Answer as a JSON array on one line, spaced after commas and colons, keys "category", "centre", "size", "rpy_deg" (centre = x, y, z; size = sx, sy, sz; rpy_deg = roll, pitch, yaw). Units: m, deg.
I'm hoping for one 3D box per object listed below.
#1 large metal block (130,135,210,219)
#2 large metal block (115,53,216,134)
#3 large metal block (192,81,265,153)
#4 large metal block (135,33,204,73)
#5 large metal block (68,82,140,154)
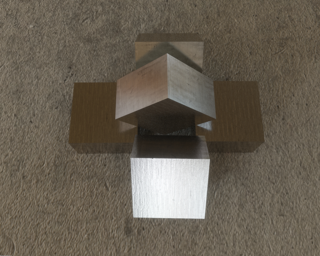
[{"category": "large metal block", "centre": [0.011, 0.055, 0.354], "size": [0.081, 0.079, 0.050], "rpy_deg": [1, 27, 1]}, {"category": "large metal block", "centre": [0.007, -0.033, 0.357], "size": [0.080, 0.080, 0.050], "rpy_deg": [-19, 64, 40]}, {"category": "large metal block", "centre": [0.082, -0.013, 0.399], "size": [0.081, 0.050, 0.080], "rpy_deg": [0, 70, -1]}, {"category": "large metal block", "centre": [0.011, -0.094, 0.408], "size": [0.081, 0.080, 0.050], "rpy_deg": [0, 114, 0]}, {"category": "large metal block", "centre": [-0.067, -0.012, 0.399], "size": [0.081, 0.050, 0.080], "rpy_deg": [0, 70, -1]}]
